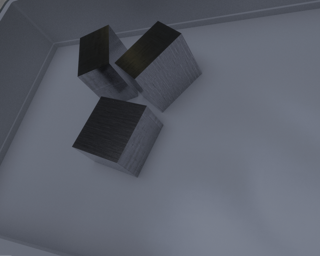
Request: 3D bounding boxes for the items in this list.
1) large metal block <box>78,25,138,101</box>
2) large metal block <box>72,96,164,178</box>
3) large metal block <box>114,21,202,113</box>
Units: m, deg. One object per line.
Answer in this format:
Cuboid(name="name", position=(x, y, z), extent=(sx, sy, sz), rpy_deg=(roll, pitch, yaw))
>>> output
Cuboid(name="large metal block", position=(-0.077, -0.091, 0.467), extent=(0.050, 0.080, 0.080), rpy_deg=(-19, 54, 17))
Cuboid(name="large metal block", position=(-0.055, 0.010, 0.412), extent=(0.080, 0.050, 0.080), rpy_deg=(14, 69, 34))
Cuboid(name="large metal block", position=(0.000, -0.081, 0.420), extent=(0.080, 0.080, 0.050), rpy_deg=(-45, 51, -3))
